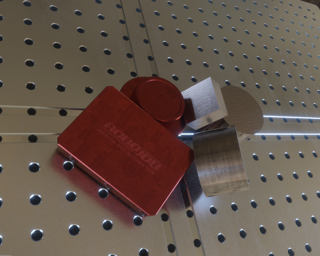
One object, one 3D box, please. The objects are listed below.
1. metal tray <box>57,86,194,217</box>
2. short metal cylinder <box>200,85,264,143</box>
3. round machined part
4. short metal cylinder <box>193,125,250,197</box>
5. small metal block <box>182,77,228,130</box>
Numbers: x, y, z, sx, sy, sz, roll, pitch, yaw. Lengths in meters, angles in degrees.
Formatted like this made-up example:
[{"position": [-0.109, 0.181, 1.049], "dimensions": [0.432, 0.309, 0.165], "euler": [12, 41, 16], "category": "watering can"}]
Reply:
[{"position": [-0.036, 0.026, 0.350], "dimensions": [0.130, 0.030, 0.090], "euler": [39, 66, -3], "category": "metal tray"}, {"position": [0.102, -0.015, 0.452], "dimensions": [0.081, 0.050, 0.080], "euler": [14, 56, -21], "category": "short metal cylinder"}, {"position": [-0.007, -0.028, 0.406], "dimensions": [0.099, 0.042, 0.098], "euler": [14, 56, -21], "category": "round machined part"}, {"position": [0.075, 0.040, 0.376], "dimensions": [0.050, 0.080, 0.080], "euler": [-13, 60, 14], "category": "short metal cylinder"}, {"position": [0.057, -0.032, 0.414], "dimensions": [0.025, 0.050, 0.050], "euler": [27, 45, -48], "category": "small metal block"}]
